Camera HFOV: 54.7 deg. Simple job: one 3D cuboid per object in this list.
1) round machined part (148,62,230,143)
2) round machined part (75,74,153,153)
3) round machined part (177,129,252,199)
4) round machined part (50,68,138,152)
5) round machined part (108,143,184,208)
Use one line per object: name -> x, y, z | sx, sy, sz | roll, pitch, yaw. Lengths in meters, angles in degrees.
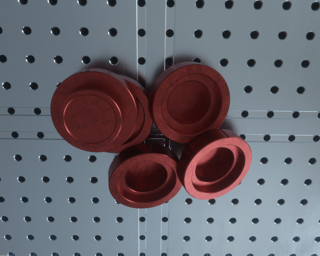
round machined part -> 0.033, -0.034, 0.383 | 0.099, 0.042, 0.097 | -6, 112, -16
round machined part -> -0.057, -0.021, 0.395 | 0.099, 0.042, 0.097 | 0, 110, -1
round machined part -> 0.067, 0.043, 0.409 | 0.099, 0.042, 0.097 | -11, 123, -18
round machined part -> -0.075, -0.016, 0.352 | 0.099, 0.042, 0.097 | 0, 110, -1
round machined part -> -0.020, 0.059, 0.416 | 0.099, 0.042, 0.097 | -6, 125, -8
